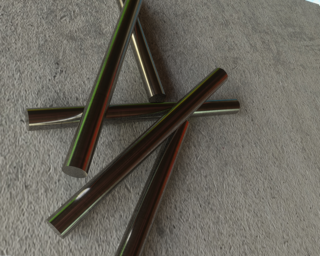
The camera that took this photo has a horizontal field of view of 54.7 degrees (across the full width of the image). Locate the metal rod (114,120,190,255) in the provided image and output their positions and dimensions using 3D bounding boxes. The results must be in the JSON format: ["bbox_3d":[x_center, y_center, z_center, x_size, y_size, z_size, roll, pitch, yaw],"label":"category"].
[{"bbox_3d":[-0.020,0.102,0.330,0.025,0.025,0.301,31,52,-9],"label":"metal rod"}]

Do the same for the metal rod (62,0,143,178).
[{"bbox_3d":[-0.060,-0.078,0.385,0.025,0.025,0.300,22,54,-15],"label":"metal rod"}]

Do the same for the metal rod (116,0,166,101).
[{"bbox_3d":[-0.047,-0.172,0.483,0.025,0.025,0.299,-4,64,-30],"label":"metal rod"}]

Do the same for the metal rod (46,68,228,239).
[{"bbox_3d":[-0.006,0.009,0.372,0.025,0.025,0.302,45,58,3],"label":"metal rod"}]

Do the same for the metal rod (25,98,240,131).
[{"bbox_3d":[-0.013,-0.022,0.409,0.303,0.025,0.025,-6,65,-31],"label":"metal rod"}]
